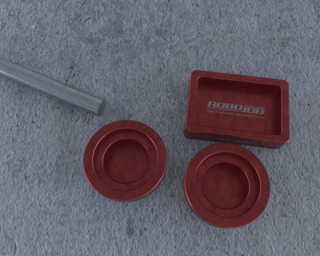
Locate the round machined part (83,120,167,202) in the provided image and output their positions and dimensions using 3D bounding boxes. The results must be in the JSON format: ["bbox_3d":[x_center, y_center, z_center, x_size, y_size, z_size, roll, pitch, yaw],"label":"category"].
[{"bbox_3d":[-0.041,0.043,0.383,0.099,0.042,0.098,0,70,0],"label":"round machined part"}]

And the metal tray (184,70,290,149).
[{"bbox_3d":[0.102,-0.025,0.415,0.131,0.030,0.090,7,70,2],"label":"metal tray"}]

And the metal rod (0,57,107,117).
[{"bbox_3d":[-0.216,-0.083,0.436,0.301,0.025,0.025,22,72,7],"label":"metal rod"}]

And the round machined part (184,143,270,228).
[{"bbox_3d":[0.077,0.070,0.374,0.099,0.042,0.098,0,70,0],"label":"round machined part"}]
